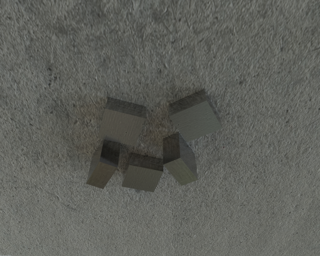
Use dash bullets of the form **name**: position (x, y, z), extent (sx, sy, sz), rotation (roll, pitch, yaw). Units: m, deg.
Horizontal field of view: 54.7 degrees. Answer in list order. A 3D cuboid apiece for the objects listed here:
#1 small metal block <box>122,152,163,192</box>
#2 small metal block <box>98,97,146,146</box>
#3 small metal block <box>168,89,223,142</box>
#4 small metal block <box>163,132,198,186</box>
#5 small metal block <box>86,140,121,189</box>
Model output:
- **small metal block**: position (-0.026, 0.067, 0.464), extent (0.050, 0.025, 0.050), rotation (13, 129, -11)
- **small metal block**: position (-0.049, -0.008, 0.400), extent (0.050, 0.025, 0.050), rotation (14, 129, -12)
- **small metal block**: position (0.045, -0.015, 0.395), extent (0.050, 0.025, 0.050), rotation (-23, 127, 18)
- **small metal block**: position (0.028, 0.043, 0.427), extent (0.025, 0.050, 0.050), rotation (-24, 126, 19)
- **small metal block**: position (-0.078, 0.048, 0.430), extent (0.025, 0.050, 0.050), rotation (23, 127, -18)
